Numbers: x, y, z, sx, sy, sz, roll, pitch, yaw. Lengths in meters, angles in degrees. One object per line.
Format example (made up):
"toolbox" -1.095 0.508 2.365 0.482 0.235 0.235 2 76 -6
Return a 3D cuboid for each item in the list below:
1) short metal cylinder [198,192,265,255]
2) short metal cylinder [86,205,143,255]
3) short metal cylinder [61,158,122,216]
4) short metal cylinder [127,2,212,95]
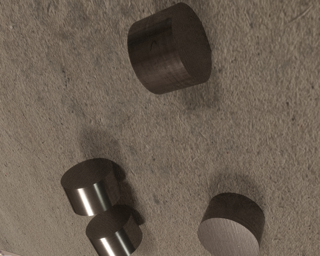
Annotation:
"short metal cylinder" 0.098 0.136 0.422 0.080 0.050 0.079 13 124 20
"short metal cylinder" -0.076 0.174 0.517 0.080 0.080 0.050 -9 114 32
"short metal cylinder" -0.105 0.089 0.480 0.080 0.080 0.050 0 118 28
"short metal cylinder" 0.012 -0.078 0.315 0.050 0.080 0.080 -12 113 33
